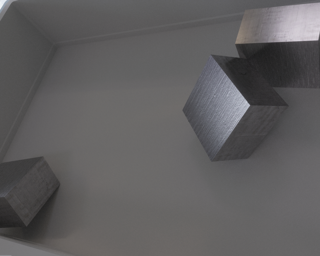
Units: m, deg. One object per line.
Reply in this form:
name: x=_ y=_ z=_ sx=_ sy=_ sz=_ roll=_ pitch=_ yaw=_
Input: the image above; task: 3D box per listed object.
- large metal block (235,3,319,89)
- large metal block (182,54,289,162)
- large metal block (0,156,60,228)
large metal block: x=0.140 y=-0.089 z=0.352 sx=0.080 sy=0.080 sz=0.050 roll=6 pitch=65 yaw=31
large metal block: x=0.076 y=-0.021 z=0.336 sx=0.080 sy=0.050 sz=0.079 roll=65 pitch=144 yaw=38
large metal block: x=-0.199 y=0.087 z=0.420 sx=0.080 sy=0.050 sz=0.080 roll=-10 pitch=28 yaw=23
